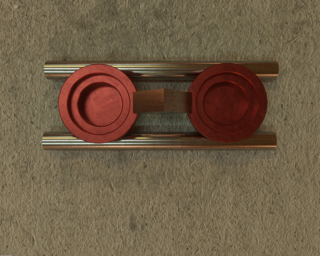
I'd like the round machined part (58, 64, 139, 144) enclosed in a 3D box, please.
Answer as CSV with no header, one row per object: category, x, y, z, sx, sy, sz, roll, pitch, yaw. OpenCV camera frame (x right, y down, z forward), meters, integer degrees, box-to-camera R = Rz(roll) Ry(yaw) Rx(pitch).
round machined part,-0.075,-0.030,0.398,0.099,0.042,0.097,0,90,0

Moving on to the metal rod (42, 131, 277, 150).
metal rod,0.000,0.017,0.411,0.302,0.025,0.025,0,90,0

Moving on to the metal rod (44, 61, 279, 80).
metal rod,0.002,-0.077,0.411,0.302,0.025,0.025,0,90,0

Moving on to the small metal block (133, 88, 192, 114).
small metal block,0.003,-0.030,0.372,0.050,0.050,0.025,0,89,43

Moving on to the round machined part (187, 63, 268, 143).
round machined part,0.082,-0.031,0.398,0.099,0.042,0.097,0,90,0
